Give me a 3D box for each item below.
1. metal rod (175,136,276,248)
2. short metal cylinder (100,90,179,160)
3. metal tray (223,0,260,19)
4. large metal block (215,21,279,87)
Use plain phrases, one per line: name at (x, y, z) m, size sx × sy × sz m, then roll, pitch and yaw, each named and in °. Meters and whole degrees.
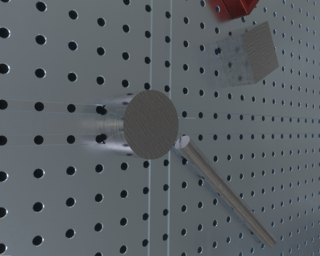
metal rod at (0.119, 0.117, 0.509) m, size 0.300 × 0.025 × 0.025 m, roll 48°, pitch 62°, yaw -30°
short metal cylinder at (-0.024, -0.004, 0.373) m, size 0.081 × 0.050 × 0.079 m, roll 0°, pitch 90°, yaw -40°
metal tray at (0.145, -0.261, 0.526) m, size 0.090 × 0.030 × 0.130 m, roll 51°, pitch 60°, yaw -28°
large metal block at (0.147, -0.123, 0.516) m, size 0.081 × 0.050 × 0.080 m, roll -34°, pitch 111°, yaw -35°
